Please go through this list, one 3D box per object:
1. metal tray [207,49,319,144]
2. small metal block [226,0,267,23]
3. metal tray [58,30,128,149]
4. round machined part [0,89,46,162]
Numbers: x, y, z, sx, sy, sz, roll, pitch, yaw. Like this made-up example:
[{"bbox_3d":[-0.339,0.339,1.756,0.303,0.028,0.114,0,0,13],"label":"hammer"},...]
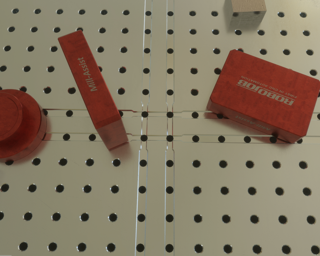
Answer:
[{"bbox_3d":[0.142,-0.045,0.426,0.130,0.030,0.090,23,71,8],"label":"metal tray"},{"bbox_3d":[0.133,-0.193,0.483,0.050,0.025,0.050,-3,70,-1],"label":"small metal block"},{"bbox_3d":[-0.083,-0.046,0.393,0.030,0.090,0.130,-24,72,-8],"label":"metal tray"},{"bbox_3d":[-0.205,-0.008,0.404,0.099,0.042,0.098,0,70,0],"label":"round machined part"}]
